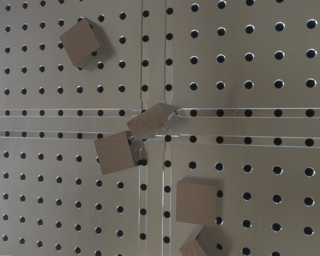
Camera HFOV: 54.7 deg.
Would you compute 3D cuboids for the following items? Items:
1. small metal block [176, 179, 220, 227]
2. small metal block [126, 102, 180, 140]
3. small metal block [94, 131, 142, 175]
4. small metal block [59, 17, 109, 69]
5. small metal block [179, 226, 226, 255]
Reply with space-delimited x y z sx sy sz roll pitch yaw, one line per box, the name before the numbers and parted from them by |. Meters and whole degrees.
small metal block | 0.048 0.094 0.395 0.050 0.025 0.050 2 91 19
small metal block | -0.007 -0.008 0.401 0.050 0.050 0.025 -31 80 17
small metal block | -0.059 0.034 0.432 0.050 0.025 0.050 -17 85 18
small metal block | -0.110 -0.122 0.450 0.050 0.025 0.050 -30 80 17
small metal block | 0.054 0.155 0.380 0.025 0.050 0.050 -40 78 16
